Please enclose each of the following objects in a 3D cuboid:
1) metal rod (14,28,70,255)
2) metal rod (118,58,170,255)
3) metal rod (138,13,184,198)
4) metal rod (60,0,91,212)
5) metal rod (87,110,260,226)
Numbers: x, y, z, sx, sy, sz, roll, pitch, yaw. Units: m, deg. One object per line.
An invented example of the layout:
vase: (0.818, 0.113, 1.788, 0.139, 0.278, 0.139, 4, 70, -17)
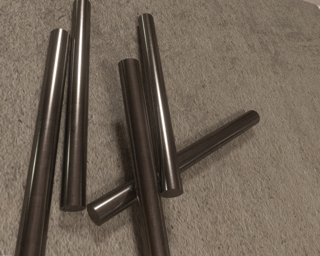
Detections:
metal rod: (-0.122, 0.008, 0.333, 0.025, 0.025, 0.299, 10, 57, -23)
metal rod: (-0.013, 0.065, 0.326, 0.025, 0.025, 0.299, -1, 72, -29)
metal rod: (-0.005, -0.052, 0.415, 0.025, 0.025, 0.299, 9, 52, -24)
metal rod: (-0.100, -0.050, 0.380, 0.025, 0.025, 0.299, 8, 58, -24)
metal rod: (0.041, 0.036, 0.405, 0.302, 0.025, 0.025, -26, 76, -37)
